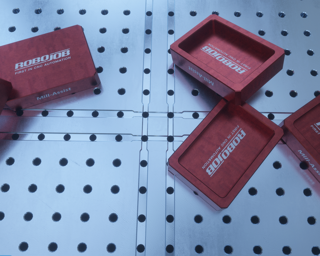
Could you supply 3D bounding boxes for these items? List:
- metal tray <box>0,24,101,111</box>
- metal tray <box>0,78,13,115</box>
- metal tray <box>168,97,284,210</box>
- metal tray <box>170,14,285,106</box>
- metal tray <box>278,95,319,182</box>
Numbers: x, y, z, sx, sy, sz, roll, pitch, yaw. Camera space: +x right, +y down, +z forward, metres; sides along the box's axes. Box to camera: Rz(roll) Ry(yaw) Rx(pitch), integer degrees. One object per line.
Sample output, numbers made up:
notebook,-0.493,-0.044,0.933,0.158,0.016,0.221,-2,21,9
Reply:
metal tray,-0.161,-0.087,0.440,0.131,0.030,0.090,-18,71,-7
metal tray,-0.258,-0.016,0.393,0.090,0.030,0.130,23,89,8
metal tray,0.084,0.028,0.399,0.090,0.030,0.130,39,74,13
metal tray,0.088,-0.098,0.425,0.090,0.030,0.130,-40,57,-13
metal tray,0.230,0.023,0.401,0.090,0.030,0.130,-33,73,-11
